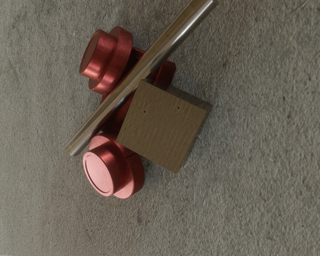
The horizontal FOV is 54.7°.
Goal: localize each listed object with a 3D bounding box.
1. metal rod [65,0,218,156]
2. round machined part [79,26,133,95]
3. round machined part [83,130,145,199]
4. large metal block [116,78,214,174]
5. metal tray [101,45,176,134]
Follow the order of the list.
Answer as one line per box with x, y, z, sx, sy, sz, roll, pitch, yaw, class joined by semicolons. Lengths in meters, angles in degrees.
-0.042;-0.053;0.402;0.299;0.025;0.025;-42;65;31;metal rod
-0.080;-0.099;0.435;0.098;0.042;0.098;-41;37;42;round machined part
-0.070;0.055;0.431;0.098;0.042;0.097;24;127;37;round machined part
0.006;-0.006;0.366;0.080;0.050;0.079;27;108;11;large metal block
-0.038;-0.043;0.435;0.090;0.030;0.129;31;109;35;metal tray
